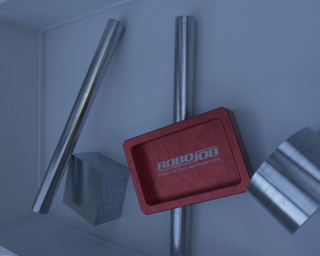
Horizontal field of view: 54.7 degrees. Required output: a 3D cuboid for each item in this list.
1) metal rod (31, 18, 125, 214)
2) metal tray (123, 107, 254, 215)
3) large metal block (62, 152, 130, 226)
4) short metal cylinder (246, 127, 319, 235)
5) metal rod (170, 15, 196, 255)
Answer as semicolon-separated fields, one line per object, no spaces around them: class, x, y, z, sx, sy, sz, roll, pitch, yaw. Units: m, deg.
metal rod;-0.120;-0.018;0.457;0.025;0.025;0.299;22;89;37
metal tray;0.030;0.039;0.350;0.130;0.030;0.090;-19;83;22
large metal block;-0.097;0.088;0.468;0.080;0.050;0.079;20;103;38
short metal cylinder;0.123;0.046;0.269;0.050;0.081;0.080;46;117;30
metal rod;0.028;0.015;0.382;0.025;0.025;0.298;2;91;39
